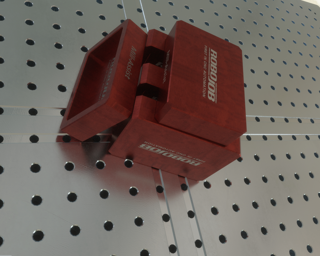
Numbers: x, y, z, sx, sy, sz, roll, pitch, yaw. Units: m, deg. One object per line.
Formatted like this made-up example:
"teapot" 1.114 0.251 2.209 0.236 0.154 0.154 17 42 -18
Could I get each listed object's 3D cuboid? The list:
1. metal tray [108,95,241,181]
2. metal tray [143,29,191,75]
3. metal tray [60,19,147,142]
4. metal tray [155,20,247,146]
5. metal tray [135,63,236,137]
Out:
"metal tray" 0.016 0.018 0.363 0.131 0.090 0.030 19 55 -17
"metal tray" 0.028 -0.070 0.422 0.131 0.090 0.030 19 55 -17
"metal tray" -0.064 -0.057 0.363 0.030 0.090 0.130 35 47 -34
"metal tray" 0.048 -0.053 0.346 0.091 0.030 0.130 19 54 -17
"metal tray" 0.021 -0.021 0.389 0.131 0.090 0.030 19 53 -19
